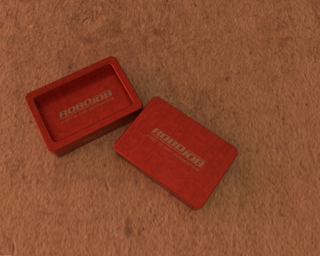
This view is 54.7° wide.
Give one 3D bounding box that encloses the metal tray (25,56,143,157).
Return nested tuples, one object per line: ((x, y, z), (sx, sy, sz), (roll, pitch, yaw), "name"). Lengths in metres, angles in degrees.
((-0.099, -0.031, 0.415), (0.131, 0.030, 0.090), (-27, 73, -10), "metal tray")

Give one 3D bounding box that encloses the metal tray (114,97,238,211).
((0.020, 0.031, 0.395), (0.130, 0.030, 0.090), (35, 73, 11), "metal tray")
